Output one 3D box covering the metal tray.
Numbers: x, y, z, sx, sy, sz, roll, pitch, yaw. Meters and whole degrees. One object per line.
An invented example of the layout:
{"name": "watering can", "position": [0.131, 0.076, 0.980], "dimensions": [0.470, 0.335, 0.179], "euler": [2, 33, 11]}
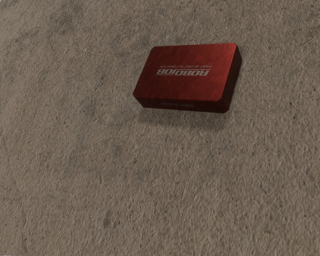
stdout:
{"name": "metal tray", "position": [0.036, -0.070, 0.423], "dimensions": [0.130, 0.030, 0.090], "euler": [6, 65, 30]}
